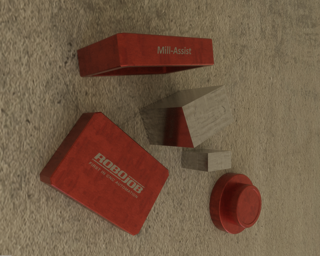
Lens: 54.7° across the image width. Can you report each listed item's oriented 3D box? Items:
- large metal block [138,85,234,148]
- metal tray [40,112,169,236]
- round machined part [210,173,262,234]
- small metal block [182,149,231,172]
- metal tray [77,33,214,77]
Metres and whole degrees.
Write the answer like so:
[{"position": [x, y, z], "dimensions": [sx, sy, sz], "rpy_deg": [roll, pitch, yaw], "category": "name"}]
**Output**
[{"position": [0.034, -0.016, 0.399], "dimensions": [0.081, 0.080, 0.050], "rpy_deg": [-29, 108, -37], "category": "large metal block"}, {"position": [-0.056, 0.054, 0.356], "dimensions": [0.130, 0.030, 0.090], "rpy_deg": [44, 63, -31], "category": "metal tray"}, {"position": [0.129, 0.124, 0.505], "dimensions": [0.099, 0.042, 0.097], "rpy_deg": [0, 90, -40], "category": "round machined part"}, {"position": [0.067, 0.045, 0.447], "dimensions": [0.050, 0.050, 0.025], "rpy_deg": [-1, 91, -40], "category": "small metal block"}, {"position": [-0.014, -0.080, 0.352], "dimensions": [0.131, 0.090, 0.030], "rpy_deg": [-10, 97, -40], "category": "metal tray"}]
